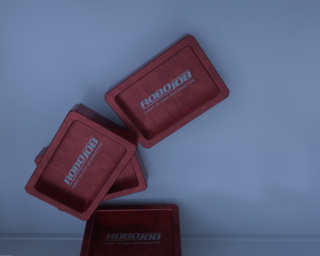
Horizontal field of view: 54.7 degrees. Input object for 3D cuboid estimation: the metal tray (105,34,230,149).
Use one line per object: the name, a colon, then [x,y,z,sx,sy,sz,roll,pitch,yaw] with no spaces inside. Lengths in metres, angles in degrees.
metal tray: [0.009,-0.045,0.392,0.130,0.030,0.090,-34,107,11]

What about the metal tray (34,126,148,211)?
metal tray: [-0.091,0.057,0.428,0.131,0.030,0.089,-16,110,5]

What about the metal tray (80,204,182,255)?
metal tray: [-0.038,0.153,0.429,0.131,0.090,0.030,-1,131,0]

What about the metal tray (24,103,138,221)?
metal tray: [-0.098,0.046,0.391,0.090,0.030,0.129,31,107,-11]
